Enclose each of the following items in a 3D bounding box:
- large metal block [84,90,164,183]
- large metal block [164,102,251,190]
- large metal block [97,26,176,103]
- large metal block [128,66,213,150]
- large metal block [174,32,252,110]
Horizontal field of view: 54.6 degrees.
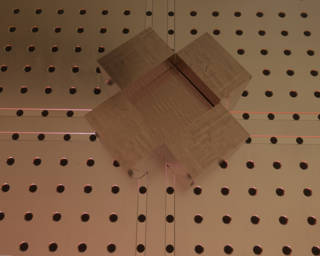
[{"bbox_3d":[-0.040,0.014,0.377,0.050,0.080,0.080,-37,75,-12],"label":"large metal block"},{"bbox_3d":[0.052,0.025,0.375,0.080,0.080,0.050,-35,74,-12],"label":"large metal block"},{"bbox_3d":[-0.028,-0.072,0.409,0.080,0.080,0.050,-37,74,-12],"label":"large metal block"},{"bbox_3d":[0.013,-0.019,0.404,0.080,0.050,0.080,-37,73,-10],"label":"large metal block"},{"bbox_3d":[0.064,-0.062,0.406,0.050,0.080,0.080,-37,75,-12],"label":"large metal block"}]
